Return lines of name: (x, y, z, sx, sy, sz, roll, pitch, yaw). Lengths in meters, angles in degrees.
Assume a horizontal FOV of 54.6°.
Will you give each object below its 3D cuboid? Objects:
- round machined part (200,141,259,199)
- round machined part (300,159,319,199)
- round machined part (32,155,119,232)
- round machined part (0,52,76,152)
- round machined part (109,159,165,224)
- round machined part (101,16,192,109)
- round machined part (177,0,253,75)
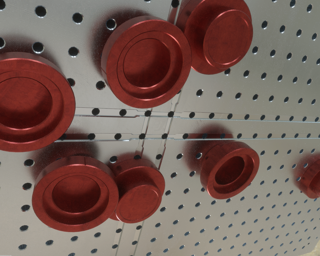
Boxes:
round machined part: (0.106, 0.063, 0.496, 0.099, 0.042, 0.097, -14, 124, -21)
round machined part: (0.352, 0.113, 0.661, 0.099, 0.042, 0.097, -14, 124, -21)
round machined part: (-0.102, 0.076, 0.382, 0.099, 0.042, 0.097, -6, 116, -12)
round machined part: (-0.138, -0.028, 0.307, 0.099, 0.042, 0.097, -14, 124, -21)
round machined part: (-0.036, 0.095, 0.439, 0.099, 0.042, 0.097, -14, 124, -21)
round machined part: (-0.018, -0.074, 0.344, 0.099, 0.042, 0.097, -14, 124, -21)
round machined part: (0.071, -0.109, 0.370, 0.099, 0.042, 0.097, -14, 124, -21)
